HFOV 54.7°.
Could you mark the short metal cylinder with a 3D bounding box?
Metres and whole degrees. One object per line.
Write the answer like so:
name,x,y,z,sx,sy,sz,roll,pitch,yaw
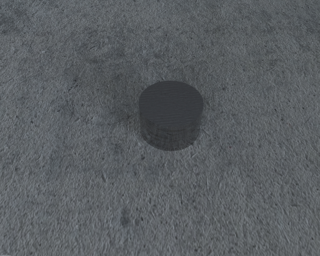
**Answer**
short metal cylinder,0.014,-0.016,0.402,0.081,0.050,0.080,0,50,0
